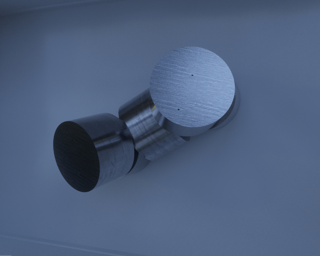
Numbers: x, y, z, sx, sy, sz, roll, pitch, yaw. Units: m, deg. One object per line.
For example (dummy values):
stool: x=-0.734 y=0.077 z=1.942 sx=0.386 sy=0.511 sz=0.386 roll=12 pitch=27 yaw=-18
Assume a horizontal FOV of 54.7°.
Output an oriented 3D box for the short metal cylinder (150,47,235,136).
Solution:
short metal cylinder: x=0.030 y=-0.035 z=0.315 sx=0.081 sy=0.050 sz=0.080 roll=1 pitch=78 yaw=-2

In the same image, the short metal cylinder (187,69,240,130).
short metal cylinder: x=0.054 y=-0.037 z=0.376 sx=0.080 sy=0.050 sz=0.079 roll=0 pitch=90 yaw=19

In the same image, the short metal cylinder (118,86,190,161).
short metal cylinder: x=-0.006 y=-0.007 z=0.381 sx=0.050 sy=0.080 sz=0.080 roll=-31 pitch=80 yaw=17

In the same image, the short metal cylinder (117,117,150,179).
short metal cylinder: x=-0.055 y=0.025 z=0.414 sx=0.080 sy=0.050 sz=0.079 roll=0 pitch=90 yaw=19

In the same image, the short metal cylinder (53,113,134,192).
short metal cylinder: x=-0.076 y=0.026 z=0.353 sx=0.080 sy=0.050 sz=0.079 roll=12 pitch=110 yaw=37
